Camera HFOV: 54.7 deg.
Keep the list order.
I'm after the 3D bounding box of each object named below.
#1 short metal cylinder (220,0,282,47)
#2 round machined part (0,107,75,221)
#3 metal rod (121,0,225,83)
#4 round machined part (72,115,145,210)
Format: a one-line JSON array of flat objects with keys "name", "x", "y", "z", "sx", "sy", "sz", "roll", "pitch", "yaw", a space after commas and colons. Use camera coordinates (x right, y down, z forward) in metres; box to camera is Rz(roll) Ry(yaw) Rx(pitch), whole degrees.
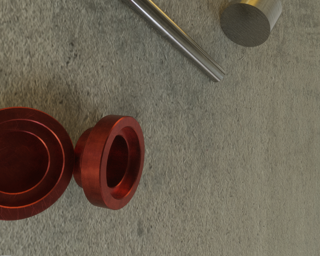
[{"name": "short metal cylinder", "x": 0.143, "y": -0.176, "z": 0.488, "sx": 0.080, "sy": 0.080, "sz": 0.050, "roll": 48, "pitch": 61, "yaw": -29}, {"name": "round machined part", "x": -0.133, "y": 0.030, "z": 0.282, "sx": 0.099, "sy": 0.042, "sz": 0.097, "roll": 0, "pitch": 90, "yaw": -40}, {"name": "metal rod", "x": -0.013, "y": -0.147, "z": 0.393, "sx": 0.301, "sy": 0.025, "sz": 0.025, "roll": 32, "pitch": 70, "yaw": -35}, {"name": "round machined part", "x": -0.056, "y": 0.034, "z": 0.330, "sx": 0.098, "sy": 0.042, "sz": 0.097, "roll": 5, "pitch": 91, "yaw": -69}]
